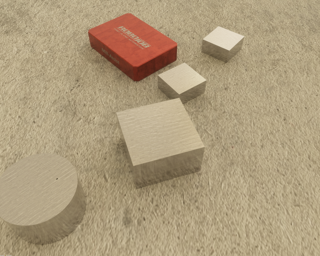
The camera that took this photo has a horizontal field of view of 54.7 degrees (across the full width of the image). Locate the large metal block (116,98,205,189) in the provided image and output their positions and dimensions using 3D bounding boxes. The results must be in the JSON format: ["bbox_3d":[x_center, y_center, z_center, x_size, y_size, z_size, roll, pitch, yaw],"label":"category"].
[{"bbox_3d":[-0.002,0.017,0.373,0.081,0.050,0.080,-14,52,-12],"label":"large metal block"}]

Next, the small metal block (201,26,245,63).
[{"bbox_3d":[0.106,-0.142,0.523,0.050,0.025,0.050,31,56,23],"label":"small metal block"}]

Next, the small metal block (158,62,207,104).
[{"bbox_3d":[0.032,-0.065,0.458,0.050,0.025,0.050,-29,56,-22],"label":"small metal block"}]

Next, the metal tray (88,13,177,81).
[{"bbox_3d":[-0.046,-0.139,0.516,0.091,0.030,0.130,-34,58,-25],"label":"metal tray"}]

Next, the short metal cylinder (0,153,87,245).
[{"bbox_3d":[-0.122,0.073,0.324,0.081,0.050,0.080,0,50,0],"label":"short metal cylinder"}]
